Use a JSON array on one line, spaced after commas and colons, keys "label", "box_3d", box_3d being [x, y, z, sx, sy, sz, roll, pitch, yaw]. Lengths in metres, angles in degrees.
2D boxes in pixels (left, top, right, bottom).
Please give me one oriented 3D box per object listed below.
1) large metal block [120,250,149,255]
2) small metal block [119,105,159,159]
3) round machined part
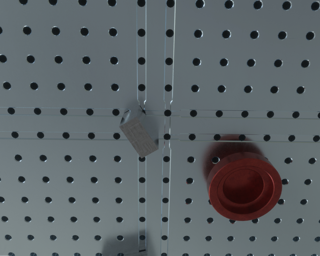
[{"label": "large metal block", "box_3d": [-0.049, 0.251, 0.492, 0.080, 0.050, 0.080, -13, 110, 4]}, {"label": "small metal block", "box_3d": [-0.026, 0.004, 0.401, 0.025, 0.050, 0.050, -30, 108, 10]}, {"label": "round machined part", "box_3d": [0.115, 0.078, 0.435, 0.099, 0.042, 0.097, 0, 110, -1]}]
